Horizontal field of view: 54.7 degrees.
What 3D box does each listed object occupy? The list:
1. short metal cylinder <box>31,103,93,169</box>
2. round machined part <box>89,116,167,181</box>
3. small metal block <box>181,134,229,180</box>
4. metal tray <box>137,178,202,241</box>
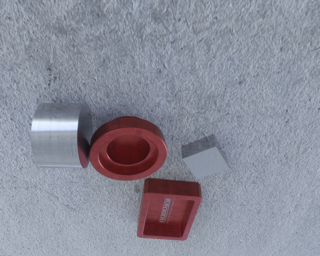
[{"bbox_3d":[-0.116,0.009,0.378,0.050,0.080,0.079,0,130,0],"label":"short metal cylinder"},{"bbox_3d":[-0.042,0.023,0.410,0.099,0.042,0.097,-5,132,-5],"label":"round machined part"},{"bbox_3d":[0.065,0.042,0.444,0.050,0.025,0.050,-23,127,18],"label":"small metal block"},{"bbox_3d":[0.012,0.141,0.524,0.091,0.030,0.129,6,130,-6],"label":"metal tray"}]
